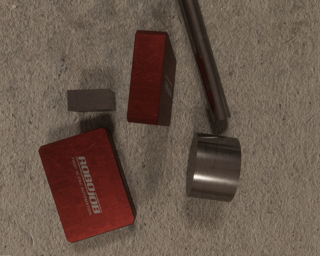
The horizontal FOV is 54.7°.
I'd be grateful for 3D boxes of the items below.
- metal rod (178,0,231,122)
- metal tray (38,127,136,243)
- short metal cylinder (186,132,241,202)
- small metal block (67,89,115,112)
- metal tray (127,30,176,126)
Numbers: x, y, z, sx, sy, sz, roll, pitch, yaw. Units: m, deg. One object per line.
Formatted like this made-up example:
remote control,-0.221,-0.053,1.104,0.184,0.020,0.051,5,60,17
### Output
metal rod,0.041,-0.155,0.410,0.025,0.025,0.298,-16,90,0
metal tray,-0.093,0.072,0.406,0.090,0.030,0.129,-18,90,-1
short metal cylinder,0.064,0.048,0.383,0.050,0.080,0.080,8,90,0
small metal block,-0.086,-0.034,0.396,0.050,0.050,0.025,-2,90,-1
metal tray,-0.005,-0.048,0.356,0.030,0.130,0.089,6,90,7
